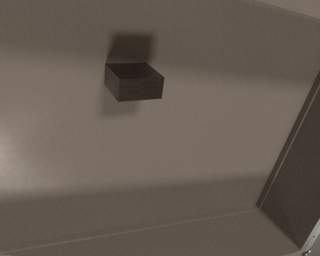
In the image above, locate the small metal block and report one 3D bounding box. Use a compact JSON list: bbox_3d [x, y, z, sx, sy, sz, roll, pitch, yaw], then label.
[{"bbox_3d":[-0.030,-0.052,0.345,0.050,0.050,0.025,-7,122,-25],"label":"small metal block"}]
